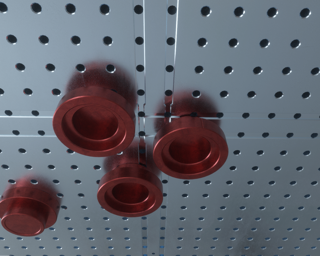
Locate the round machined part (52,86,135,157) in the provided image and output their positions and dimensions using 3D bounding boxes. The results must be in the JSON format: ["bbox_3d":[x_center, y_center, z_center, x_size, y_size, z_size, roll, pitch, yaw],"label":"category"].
[{"bbox_3d":[-0.080,-0.012,0.389,0.099,0.042,0.097,-1,130,0],"label":"round machined part"}]

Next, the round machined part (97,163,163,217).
[{"bbox_3d":[-0.045,0.092,0.479,0.099,0.042,0.097,-1,130,0],"label":"round machined part"}]

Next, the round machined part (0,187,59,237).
[{"bbox_3d":[-0.225,0.147,0.522,0.099,0.042,0.097,0,130,0],"label":"round machined part"}]

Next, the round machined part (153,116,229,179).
[{"bbox_3d":[0.040,0.022,0.420,0.099,0.042,0.097,-1,130,0],"label":"round machined part"}]
